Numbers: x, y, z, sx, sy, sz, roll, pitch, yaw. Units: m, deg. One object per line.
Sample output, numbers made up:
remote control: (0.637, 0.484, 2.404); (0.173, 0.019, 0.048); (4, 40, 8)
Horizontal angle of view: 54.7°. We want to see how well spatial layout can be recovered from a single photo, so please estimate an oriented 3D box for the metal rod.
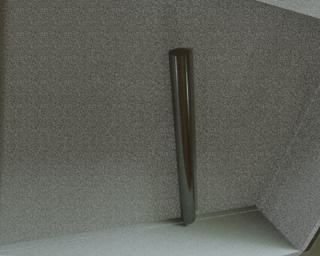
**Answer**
metal rod: (0.036, 0.033, 0.450); (0.025, 0.025, 0.298); (-19, 126, -18)
